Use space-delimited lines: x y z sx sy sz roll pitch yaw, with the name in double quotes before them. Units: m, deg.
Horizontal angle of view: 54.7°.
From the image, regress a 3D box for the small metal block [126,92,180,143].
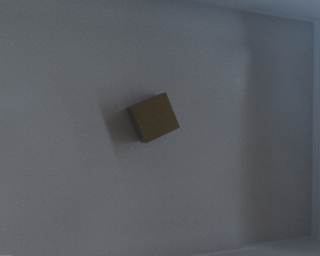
"small metal block" -0.009 -0.014 0.404 0.050 0.025 0.050 -25 99 -19
